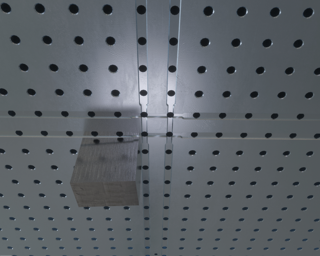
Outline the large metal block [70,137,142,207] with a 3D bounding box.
[{"bbox_3d":[-0.069,0.059,0.425,0.080,0.080,0.050,-2,130,1],"label":"large metal block"}]
